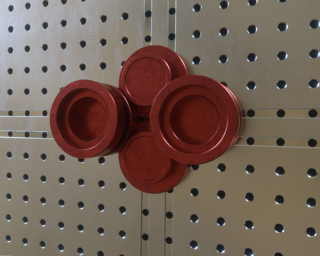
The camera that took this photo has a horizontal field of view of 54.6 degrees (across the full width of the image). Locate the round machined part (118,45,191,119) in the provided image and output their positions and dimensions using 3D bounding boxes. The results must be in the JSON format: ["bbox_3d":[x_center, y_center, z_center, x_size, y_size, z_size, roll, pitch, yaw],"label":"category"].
[{"bbox_3d":[-0.011,-0.060,0.407,0.098,0.042,0.097,0,90,20],"label":"round machined part"}]

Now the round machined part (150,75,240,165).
[{"bbox_3d":[0.042,-0.009,0.354,0.098,0.042,0.097,0,90,20],"label":"round machined part"}]

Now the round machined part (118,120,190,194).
[{"bbox_3d":[-0.011,0.038,0.407,0.098,0.042,0.097,0,90,20],"label":"round machined part"}]

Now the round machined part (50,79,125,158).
[{"bbox_3d":[-0.089,-0.011,0.401,0.098,0.042,0.097,0,90,20],"label":"round machined part"}]

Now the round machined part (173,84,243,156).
[{"bbox_3d":[0.053,-0.010,0.384,0.098,0.042,0.097,0,90,20],"label":"round machined part"}]

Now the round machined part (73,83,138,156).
[{"bbox_3d":[-0.075,-0.011,0.430,0.098,0.042,0.097,0,90,20],"label":"round machined part"}]
